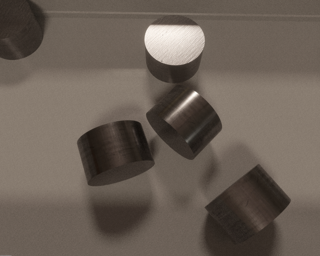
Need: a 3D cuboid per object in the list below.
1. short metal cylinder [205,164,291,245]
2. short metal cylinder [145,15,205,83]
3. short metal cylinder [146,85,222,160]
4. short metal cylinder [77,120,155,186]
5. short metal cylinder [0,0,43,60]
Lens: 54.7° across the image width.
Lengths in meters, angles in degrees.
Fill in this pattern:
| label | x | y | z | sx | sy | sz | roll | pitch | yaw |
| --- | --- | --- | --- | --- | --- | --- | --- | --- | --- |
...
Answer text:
| label | x | y | z | sx | sy | sz | roll | pitch | yaw |
| --- | --- | --- | --- | --- | --- | --- | --- | --- | --- |
| short metal cylinder | 0.098 | 0.085 | 0.351 | 0.080 | 0.080 | 0.050 | -36 | 74 | -12 |
| short metal cylinder | 0.020 | -0.110 | 0.437 | 0.081 | 0.050 | 0.080 | 0 | 70 | 0 |
| short metal cylinder | 0.029 | -0.006 | 0.383 | 0.080 | 0.080 | 0.050 | 42 | 75 | 13 |
| short metal cylinder | -0.052 | 0.031 | 0.368 | 0.081 | 0.080 | 0.050 | -18 | 71 | -7 |
| short metal cylinder | -0.218 | -0.146 | 0.447 | 0.081 | 0.050 | 0.080 | 0 | 70 | 0 |
